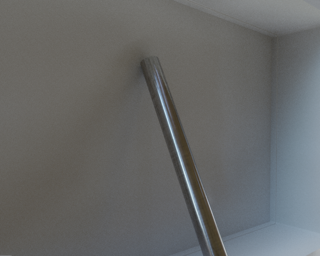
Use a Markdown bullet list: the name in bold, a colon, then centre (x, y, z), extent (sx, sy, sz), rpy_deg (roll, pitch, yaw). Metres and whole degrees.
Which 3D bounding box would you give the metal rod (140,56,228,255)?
- **metal rod**: centre (0.031, 0.051, 0.353), extent (0.025, 0.025, 0.299), rpy_deg (-3, 68, -40)
